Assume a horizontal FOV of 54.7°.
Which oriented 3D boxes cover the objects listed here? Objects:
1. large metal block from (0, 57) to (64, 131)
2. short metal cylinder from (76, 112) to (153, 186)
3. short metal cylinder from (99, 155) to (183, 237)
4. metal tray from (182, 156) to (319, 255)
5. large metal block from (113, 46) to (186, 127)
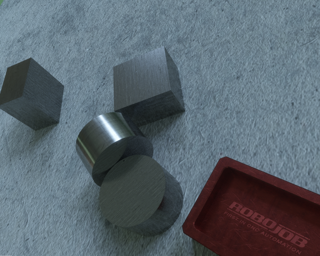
[{"bbox_3d":[-0.209,-0.054,0.511,0.050,0.080,0.080,-17,55,19],"label":"large metal block"},{"bbox_3d":[-0.056,0.027,0.381,0.080,0.080,0.050,-43,51,-1],"label":"short metal cylinder"},{"bbox_3d":[-0.020,0.077,0.351,0.080,0.050,0.080,-13,56,21],"label":"short metal cylinder"},{"bbox_3d":[0.098,0.092,0.293,0.130,0.030,0.090,22,73,36],"label":"metal tray"},{"bbox_3d":[-0.016,-0.055,0.430,0.080,0.050,0.080,-19,55,17],"label":"large metal block"}]
